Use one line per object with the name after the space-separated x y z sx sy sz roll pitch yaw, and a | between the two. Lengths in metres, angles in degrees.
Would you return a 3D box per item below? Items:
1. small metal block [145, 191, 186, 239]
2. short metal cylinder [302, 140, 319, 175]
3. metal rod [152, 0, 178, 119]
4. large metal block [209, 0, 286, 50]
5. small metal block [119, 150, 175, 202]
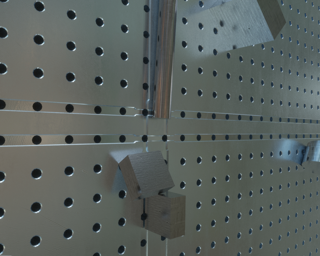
0.006 0.110 0.400 0.025 0.050 0.050 2 89 -41 | small metal block
0.361 0.068 0.681 0.080 0.080 0.050 37 67 -34 | short metal cylinder
0.011 -0.161 0.419 0.025 0.025 0.298 6 86 -40 | metal rod
0.140 -0.179 0.493 0.050 0.080 0.080 -52 121 -27 | large metal block
-0.016 0.058 0.383 0.050 0.025 0.050 -5 63 -40 | small metal block
